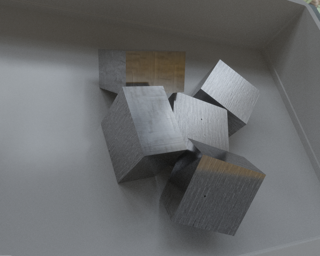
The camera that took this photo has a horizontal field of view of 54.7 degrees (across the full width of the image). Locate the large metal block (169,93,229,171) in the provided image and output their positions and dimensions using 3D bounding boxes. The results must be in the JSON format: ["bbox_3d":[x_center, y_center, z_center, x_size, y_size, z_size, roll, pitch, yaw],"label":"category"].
[{"bbox_3d":[0.042,0.008,0.408,0.081,0.050,0.080,18,55,-19],"label":"large metal block"}]

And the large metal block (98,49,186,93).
[{"bbox_3d":[-0.025,-0.073,0.394,0.081,0.080,0.050,-8,108,-31],"label":"large metal block"}]

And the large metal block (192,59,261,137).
[{"bbox_3d":[0.094,-0.043,0.467,0.080,0.050,0.080,38,51,-3],"label":"large metal block"}]

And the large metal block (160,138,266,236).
[{"bbox_3d":[0.058,0.067,0.352,0.081,0.080,0.050,19,12,-19],"label":"large metal block"}]

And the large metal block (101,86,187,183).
[{"bbox_3d":[-0.023,0.008,0.353,0.050,0.080,0.080,-6,65,-31],"label":"large metal block"}]
